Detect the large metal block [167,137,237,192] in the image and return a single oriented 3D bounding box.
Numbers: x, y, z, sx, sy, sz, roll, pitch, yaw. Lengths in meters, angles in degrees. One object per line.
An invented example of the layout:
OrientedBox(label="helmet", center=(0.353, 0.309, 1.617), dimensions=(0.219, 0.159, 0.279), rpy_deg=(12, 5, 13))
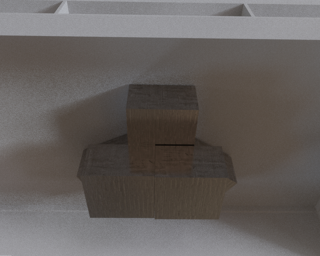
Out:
OrientedBox(label="large metal block", center=(0.049, 0.067, 0.446), dimensions=(0.080, 0.050, 0.080), rpy_deg=(28, 125, -21))

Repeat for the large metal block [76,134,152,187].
OrientedBox(label="large metal block", center=(-0.057, 0.062, 0.443), dimensions=(0.080, 0.050, 0.080), rpy_deg=(-21, 127, 16))

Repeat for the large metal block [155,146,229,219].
OrientedBox(label="large metal block", center=(0.034, 0.068, 0.381), dimensions=(0.081, 0.050, 0.079), rpy_deg=(0, 130, -1))

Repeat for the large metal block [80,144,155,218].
OrientedBox(label="large metal block", center=(-0.047, 0.066, 0.381), dimensions=(0.081, 0.050, 0.079), rpy_deg=(0, 130, -1))

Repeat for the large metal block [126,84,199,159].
OrientedBox(label="large metal block", center=(0.002, -0.006, 0.385), dimensions=(0.081, 0.050, 0.079), rpy_deg=(1, 130, -1))
